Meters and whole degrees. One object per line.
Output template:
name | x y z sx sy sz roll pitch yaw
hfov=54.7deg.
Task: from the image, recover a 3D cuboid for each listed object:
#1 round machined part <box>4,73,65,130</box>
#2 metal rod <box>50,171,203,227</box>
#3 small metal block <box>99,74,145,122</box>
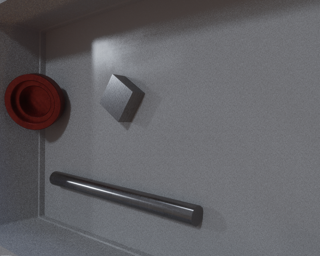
round machined part | -0.218 -0.048 0.551 0.099 0.042 0.097 1 103 2
metal rod | -0.071 0.097 0.463 0.300 0.025 0.025 4 92 39
small metal block | -0.056 -0.043 0.451 0.050 0.025 0.050 43 115 31
